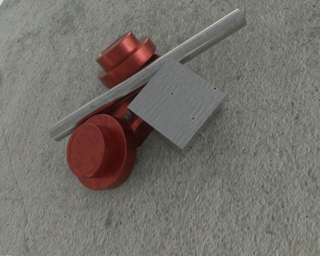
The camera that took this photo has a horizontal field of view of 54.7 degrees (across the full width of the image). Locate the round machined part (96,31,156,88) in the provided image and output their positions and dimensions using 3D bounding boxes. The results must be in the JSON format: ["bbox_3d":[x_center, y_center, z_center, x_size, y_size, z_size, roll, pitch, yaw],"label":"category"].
[{"bbox_3d":[-0.057,-0.107,0.464,0.098,0.042,0.098,-33,23,17],"label":"round machined part"}]

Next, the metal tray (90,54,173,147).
[{"bbox_3d":[-0.030,-0.046,0.446,0.090,0.030,0.130,27,76,37],"label":"metal tray"}]

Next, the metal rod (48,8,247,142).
[{"bbox_3d":[-0.022,-0.067,0.421,0.300,0.025,0.025,-31,52,8],"label":"metal rod"}]

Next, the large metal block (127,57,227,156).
[{"bbox_3d":[0.021,-0.024,0.375,0.080,0.050,0.080,37,81,14],"label":"large metal block"}]

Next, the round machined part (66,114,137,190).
[{"bbox_3d":[-0.081,0.030,0.396,0.098,0.042,0.098,-6,78,34],"label":"round machined part"}]
